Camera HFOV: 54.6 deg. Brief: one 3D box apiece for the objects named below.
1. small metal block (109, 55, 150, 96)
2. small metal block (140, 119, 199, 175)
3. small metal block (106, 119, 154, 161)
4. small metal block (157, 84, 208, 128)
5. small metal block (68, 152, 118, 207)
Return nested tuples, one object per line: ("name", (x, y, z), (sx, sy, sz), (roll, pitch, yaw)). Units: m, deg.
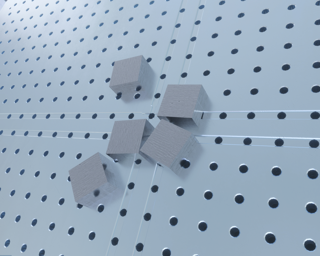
("small metal block", (-0.047, -0.082, 0.485), (0.050, 0.025, 0.050), (-7, 58, 24))
("small metal block", (0.012, 0.023, 0.389), (0.050, 0.025, 0.050), (27, 76, 37))
("small metal block", (-0.040, 0.017, 0.420), (0.050, 0.025, 0.050), (-3, 60, 26))
("small metal block", (0.030, -0.030, 0.412), (0.050, 0.025, 0.050), (5, 64, 30))
("small metal block", (-0.090, 0.069, 0.415), (0.050, 0.025, 0.050), (-32, 51, 7))
